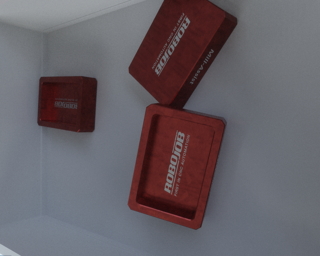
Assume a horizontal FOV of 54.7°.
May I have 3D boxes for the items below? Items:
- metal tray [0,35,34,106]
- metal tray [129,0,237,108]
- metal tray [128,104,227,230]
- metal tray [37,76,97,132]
[{"bbox_3d":[-0.328,-0.123,0.676,0.090,0.030,0.129,51,120,28],"label":"metal tray"},{"bbox_3d":[0.022,-0.100,0.385,0.090,0.030,0.129,47,118,30],"label":"metal tray"},{"bbox_3d":[0.019,0.043,0.364,0.090,0.030,0.129,14,100,13],"label":"metal tray"},{"bbox_3d":[-0.164,-0.043,0.539,0.130,0.030,0.089,7,95,39],"label":"metal tray"}]
